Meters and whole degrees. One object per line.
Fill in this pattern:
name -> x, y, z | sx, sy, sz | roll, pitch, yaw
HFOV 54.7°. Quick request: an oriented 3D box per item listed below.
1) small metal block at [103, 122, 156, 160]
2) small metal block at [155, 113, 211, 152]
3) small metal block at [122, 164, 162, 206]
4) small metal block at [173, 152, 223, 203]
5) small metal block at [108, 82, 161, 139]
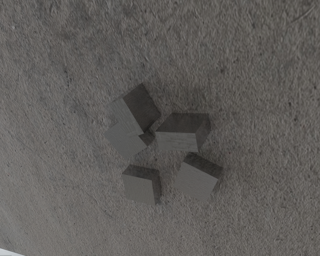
small metal block -> -0.044, 0.011, 0.437 | 0.050, 0.025, 0.050 | -33, 100, 38
small metal block -> 0.029, 0.004, 0.378 | 0.050, 0.050, 0.025 | 2, 119, 27
small metal block -> -0.027, 0.087, 0.475 | 0.050, 0.025, 0.050 | 8, 122, 24
small metal block -> 0.051, 0.067, 0.422 | 0.050, 0.025, 0.050 | 26, 128, 12
small metal block -> -0.031, -0.023, 0.393 | 0.025, 0.050, 0.050 | -20, 108, 35
